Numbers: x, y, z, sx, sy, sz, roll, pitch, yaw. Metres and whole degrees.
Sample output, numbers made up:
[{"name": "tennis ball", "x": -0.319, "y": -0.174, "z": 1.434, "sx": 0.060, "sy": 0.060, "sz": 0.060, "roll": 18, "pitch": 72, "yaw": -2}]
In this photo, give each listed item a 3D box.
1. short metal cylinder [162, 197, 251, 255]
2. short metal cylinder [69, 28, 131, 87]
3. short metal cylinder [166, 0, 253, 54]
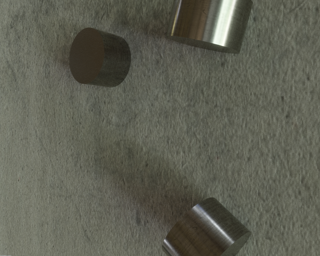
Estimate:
[{"name": "short metal cylinder", "x": 0.049, "y": 0.121, "z": 0.327, "sx": 0.050, "sy": 0.081, "sz": 0.079, "roll": 42, "pitch": 116, "yaw": 31}, {"name": "short metal cylinder", "x": -0.090, "y": -0.103, "z": 0.460, "sx": 0.080, "sy": 0.050, "sz": 0.079, "roll": 0, "pitch": 90, "yaw": 39}, {"name": "short metal cylinder", "x": 0.051, "y": -0.112, "z": 0.326, "sx": 0.080, "sy": 0.081, "sz": 0.050, "roll": 21, "pitch": 104, "yaw": 37}]
